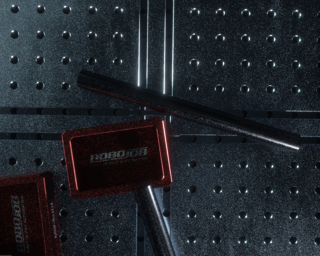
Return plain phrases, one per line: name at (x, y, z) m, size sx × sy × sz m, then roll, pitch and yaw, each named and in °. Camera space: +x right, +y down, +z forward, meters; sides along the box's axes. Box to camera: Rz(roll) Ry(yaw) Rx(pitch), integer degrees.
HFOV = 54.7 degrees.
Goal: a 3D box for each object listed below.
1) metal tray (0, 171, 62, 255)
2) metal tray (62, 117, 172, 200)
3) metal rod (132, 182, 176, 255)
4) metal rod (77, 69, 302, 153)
metal tray at (-0.185, 0.127, 0.408) m, size 0.091 × 0.030 × 0.129 m, roll -7°, pitch 90°, yaw -1°
metal tray at (-0.055, 0.039, 0.410) m, size 0.131 × 0.030 × 0.089 m, roll -8°, pitch 90°, yaw -1°
metal rod at (0.023, 0.213, 0.398) m, size 0.025 × 0.025 × 0.298 m, roll -18°, pitch 96°, yaw 0°
metal rod at (0.039, -0.023, 0.413) m, size 0.302 × 0.025 × 0.025 m, roll 17°, pitch 90°, yaw -1°
